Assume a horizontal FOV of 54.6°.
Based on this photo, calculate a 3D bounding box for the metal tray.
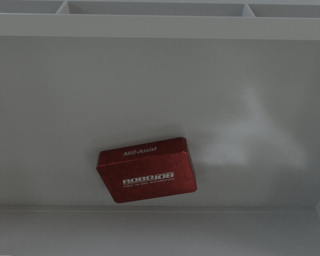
[{"bbox_3d":[-0.017,0.066,0.461,0.130,0.030,0.090,-11,130,9],"label":"metal tray"}]
